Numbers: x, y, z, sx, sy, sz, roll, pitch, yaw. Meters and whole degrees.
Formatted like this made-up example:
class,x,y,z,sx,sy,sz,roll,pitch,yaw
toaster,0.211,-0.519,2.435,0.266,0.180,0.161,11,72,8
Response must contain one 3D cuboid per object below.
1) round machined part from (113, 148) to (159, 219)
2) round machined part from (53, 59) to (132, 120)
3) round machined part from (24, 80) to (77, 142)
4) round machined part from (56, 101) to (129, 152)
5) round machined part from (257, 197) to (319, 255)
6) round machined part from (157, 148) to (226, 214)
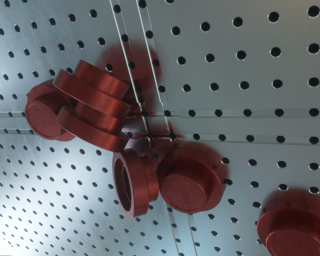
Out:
class,x,y,z,sx,sy,sz,roll,pitch,yaw
round machined part,-0.034,0.077,0.445,0.098,0.042,0.098,172,90,-67
round machined part,-0.078,-0.051,0.387,0.098,0.098,0.042,29,93,10
round machined part,-0.166,-0.020,0.476,0.098,0.042,0.097,13,124,21
round machined part,-0.085,-0.008,0.417,0.098,0.098,0.042,28,93,10
round machined part,0.174,0.140,0.395,0.098,0.042,0.097,13,124,21
round machined part,0.038,0.079,0.430,0.098,0.042,0.097,13,124,21
